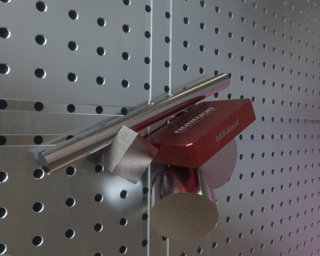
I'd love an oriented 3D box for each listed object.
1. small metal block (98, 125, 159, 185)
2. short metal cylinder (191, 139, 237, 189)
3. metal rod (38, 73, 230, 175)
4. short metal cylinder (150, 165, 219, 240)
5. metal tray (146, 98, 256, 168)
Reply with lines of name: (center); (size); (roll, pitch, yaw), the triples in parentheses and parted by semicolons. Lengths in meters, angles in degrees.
small metal block: (-0.035, 0.032, 0.359); (0.050, 0.025, 0.050); (-56, 143, -7)
short metal cylinder: (0.065, 0.040, 0.436); (0.081, 0.050, 0.079); (-11, 106, -42)
metal rod: (-0.008, -0.020, 0.398); (0.302, 0.025, 0.025); (-27, 107, -37)
short metal cylinder: (0.028, 0.092, 0.384); (0.080, 0.080, 0.050); (55, 17, -26)
metal tray: (0.053, 0.002, 0.406); (0.131, 0.090, 0.030); (-33, 111, -35)
